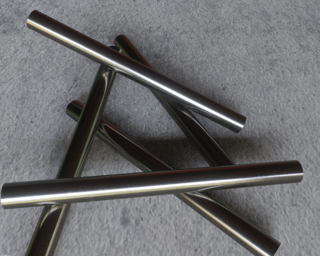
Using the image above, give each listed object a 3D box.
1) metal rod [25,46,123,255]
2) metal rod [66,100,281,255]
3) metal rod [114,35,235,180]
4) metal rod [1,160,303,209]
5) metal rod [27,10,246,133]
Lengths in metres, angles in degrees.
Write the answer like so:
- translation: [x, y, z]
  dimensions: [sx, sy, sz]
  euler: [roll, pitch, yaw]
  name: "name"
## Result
- translation: [-0.092, 0.017, 0.361]
  dimensions: [0.025, 0.025, 0.300]
  euler: [9, 58, 7]
  name: "metal rod"
- translation: [-0.004, 0.048, 0.363]
  dimensions: [0.300, 0.025, 0.025]
  euler: [33, 57, 24]
  name: "metal rod"
- translation: [0.007, -0.047, 0.442]
  dimensions: [0.025, 0.025, 0.300]
  euler: [-23, 54, -19]
  name: "metal rod"
- translation: [0.002, 0.056, 0.319]
  dimensions: [0.302, 0.025, 0.025]
  euler: [-3, 50, -9]
  name: "metal rod"
- translation: [-0.027, -0.071, 0.401]
  dimensions: [0.301, 0.025, 0.025]
  euler: [26, 53, -3]
  name: "metal rod"
